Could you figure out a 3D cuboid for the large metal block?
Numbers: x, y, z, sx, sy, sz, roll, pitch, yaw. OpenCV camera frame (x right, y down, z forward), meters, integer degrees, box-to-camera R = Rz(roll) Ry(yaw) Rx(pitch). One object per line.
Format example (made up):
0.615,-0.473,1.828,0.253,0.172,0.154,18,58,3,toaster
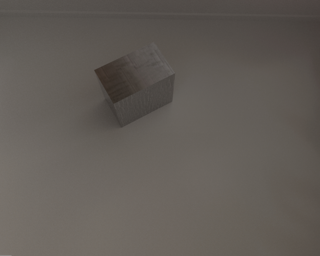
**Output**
-0.030,-0.053,0.399,0.080,0.080,0.050,-28,73,-10,large metal block
